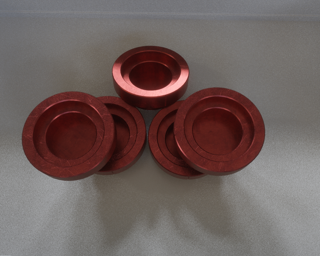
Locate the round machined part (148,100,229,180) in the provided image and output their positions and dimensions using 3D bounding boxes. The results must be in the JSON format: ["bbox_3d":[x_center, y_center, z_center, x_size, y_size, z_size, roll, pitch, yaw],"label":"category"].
[{"bbox_3d":[0.035,0.017,0.393,0.099,0.042,0.098,0,70,0],"label":"round machined part"}]

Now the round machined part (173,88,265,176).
[{"bbox_3d":[0.064,0.007,0.353,0.099,0.042,0.098,0,70,0],"label":"round machined part"}]

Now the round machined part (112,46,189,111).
[{"bbox_3d":[-0.012,-0.062,0.411,0.099,0.042,0.098,1,52,-1],"label":"round machined part"}]

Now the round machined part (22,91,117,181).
[{"bbox_3d":[-0.098,0.011,0.350,0.099,0.042,0.098,0,70,0],"label":"round machined part"}]

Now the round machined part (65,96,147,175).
[{"bbox_3d":[-0.066,0.012,0.394,0.099,0.042,0.098,0,70,0],"label":"round machined part"}]
